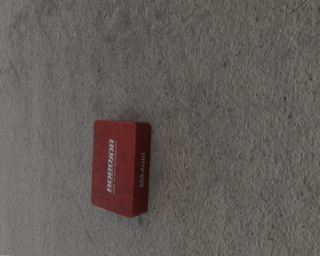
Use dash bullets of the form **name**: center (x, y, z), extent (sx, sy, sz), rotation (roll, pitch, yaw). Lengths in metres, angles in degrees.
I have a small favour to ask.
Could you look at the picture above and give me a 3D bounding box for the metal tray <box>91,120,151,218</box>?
- **metal tray**: center (-0.059, 0.054, 0.451), extent (0.090, 0.030, 0.129), rotation (5, 93, 40)
